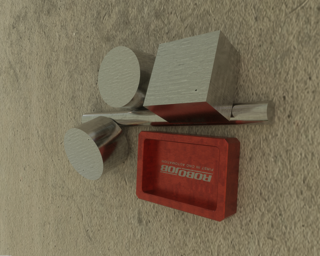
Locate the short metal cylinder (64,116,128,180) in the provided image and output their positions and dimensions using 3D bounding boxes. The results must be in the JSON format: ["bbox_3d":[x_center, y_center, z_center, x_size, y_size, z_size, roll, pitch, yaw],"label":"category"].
[{"bbox_3d":[-0.093,0.028,0.451,0.080,0.050,0.079,18,121,32],"label":"short metal cylinder"}]

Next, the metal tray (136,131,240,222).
[{"bbox_3d":[0.029,0.052,0.378,0.130,0.030,0.089,5,93,39],"label":"metal tray"}]

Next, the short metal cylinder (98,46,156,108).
[{"bbox_3d":[-0.039,-0.066,0.422,0.080,0.050,0.080,0,89,40],"label":"short metal cylinder"}]

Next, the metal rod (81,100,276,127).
[{"bbox_3d":[-0.002,-0.014,0.410,0.300,0.025,0.025,-1,90,40],"label":"metal rod"}]

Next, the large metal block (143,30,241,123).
[{"bbox_3d":[0.036,-0.053,0.344,0.080,0.050,0.080,-1,68,40],"label":"large metal block"}]
